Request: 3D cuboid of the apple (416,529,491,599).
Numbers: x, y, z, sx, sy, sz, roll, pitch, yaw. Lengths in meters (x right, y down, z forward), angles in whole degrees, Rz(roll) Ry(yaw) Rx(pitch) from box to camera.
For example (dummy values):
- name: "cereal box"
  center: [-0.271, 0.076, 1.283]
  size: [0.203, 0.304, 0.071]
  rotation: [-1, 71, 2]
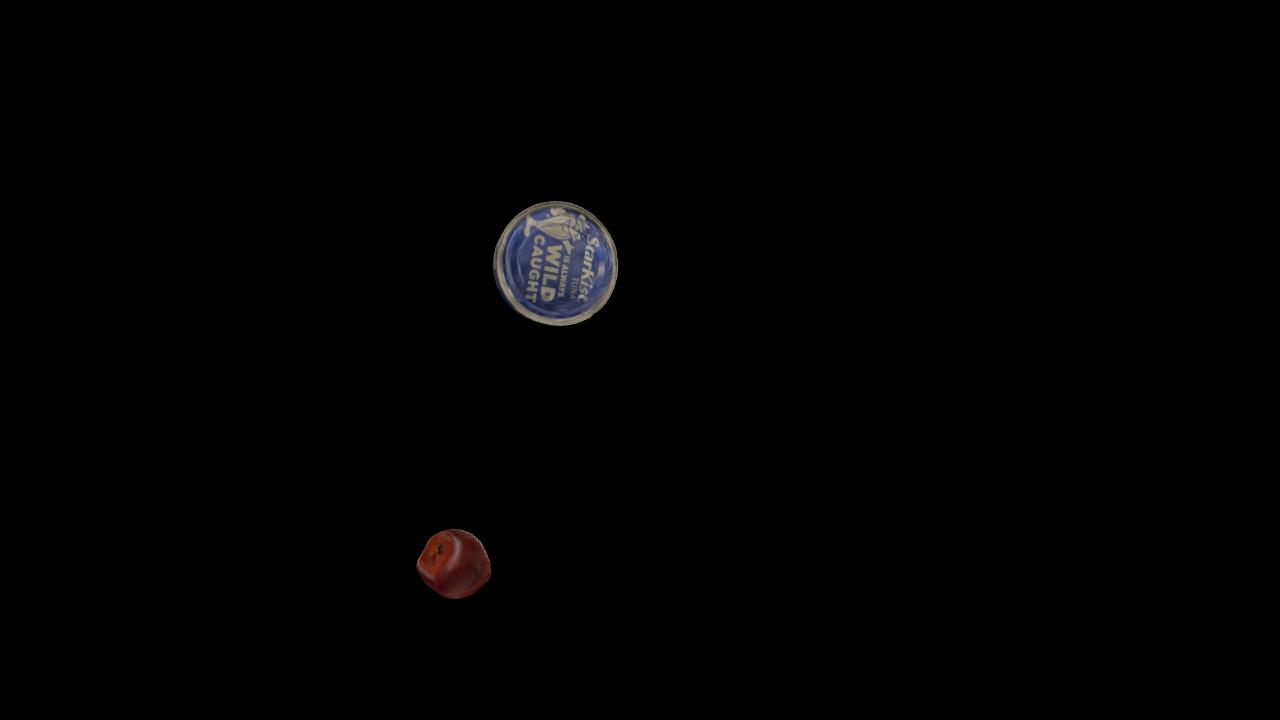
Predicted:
- name: "apple"
  center: [-0.217, 0.242, 0.729]
  size: [0.079, 0.079, 0.093]
  rotation: [0, -38, 23]

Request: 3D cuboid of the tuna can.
- name: "tuna can"
  center: [-0.059, -0.066, 0.430]
  size: [0.084, 0.084, 0.034]
  rotation: [0, 4, -18]
